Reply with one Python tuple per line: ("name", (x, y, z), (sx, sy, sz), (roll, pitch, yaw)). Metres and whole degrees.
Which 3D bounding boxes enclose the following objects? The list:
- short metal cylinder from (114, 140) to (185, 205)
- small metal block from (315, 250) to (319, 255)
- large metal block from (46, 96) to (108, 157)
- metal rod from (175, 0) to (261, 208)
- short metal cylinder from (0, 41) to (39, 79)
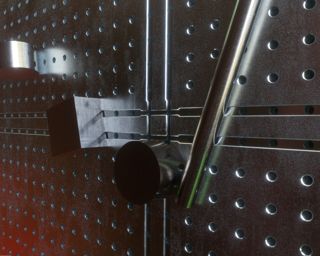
("short metal cylinder", (-0.014, 0.056, 0.405), (0.080, 0.050, 0.079), (0, 90, 40))
("small metal block", (0.165, 0.104, 0.257), (0.050, 0.050, 0.025), (-39, 67, 33))
("large metal block", (-0.137, 0.000, 0.506), (0.080, 0.050, 0.080), (-17, 79, 38))
("metal rod", (0.070, -0.047, 0.351), (0.025, 0.025, 0.298), (26, 106, 37))
("short metal cylinder", (-0.283, -0.131, 0.607), (0.080, 0.081, 0.050), (-11, 83, 39))
